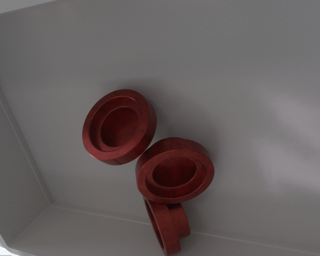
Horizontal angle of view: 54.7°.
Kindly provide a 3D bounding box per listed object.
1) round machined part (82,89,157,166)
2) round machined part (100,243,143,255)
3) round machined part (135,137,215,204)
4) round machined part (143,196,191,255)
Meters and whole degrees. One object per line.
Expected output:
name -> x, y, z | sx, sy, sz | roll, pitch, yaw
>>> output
round machined part -> -0.048, 0.002, 0.401 | 0.098, 0.098, 0.042 | 0, 156, 28
round machined part -> -0.068, 0.264, 0.600 | 0.098, 0.042, 0.097 | 13, 124, 21
round machined part -> 0.017, 0.051, 0.401 | 0.099, 0.042, 0.097 | -5, 128, -7
round machined part -> 0.011, 0.132, 0.451 | 0.042, 0.098, 0.097 | -19, 116, -12
